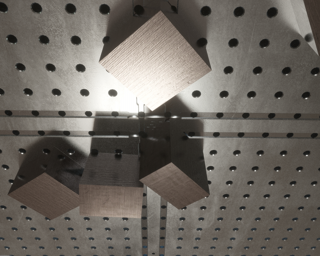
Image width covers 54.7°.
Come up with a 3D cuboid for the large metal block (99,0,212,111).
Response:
[{"bbox_3d":[-0.004,-0.078,0.329,0.080,0.050,0.080,-33,123,24],"label":"large metal block"}]

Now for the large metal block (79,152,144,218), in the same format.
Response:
[{"bbox_3d":[-0.064,0.078,0.434,0.081,0.080,0.050,4,115,-4],"label":"large metal block"}]

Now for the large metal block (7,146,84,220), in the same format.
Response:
[{"bbox_3d":[-0.161,0.085,0.465,0.080,0.050,0.080,-30,125,22],"label":"large metal block"}]

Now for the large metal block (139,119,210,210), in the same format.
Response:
[{"bbox_3d":[0.019,0.049,0.418,0.050,0.080,0.080,-32,123,24],"label":"large metal block"}]

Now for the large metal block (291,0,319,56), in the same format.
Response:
[{"bbox_3d":[0.171,-0.128,0.289,0.080,0.050,0.080,-24,127,19],"label":"large metal block"}]
